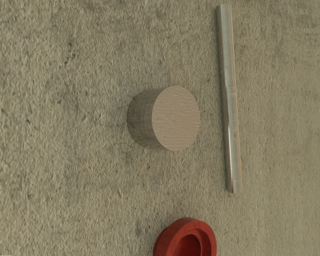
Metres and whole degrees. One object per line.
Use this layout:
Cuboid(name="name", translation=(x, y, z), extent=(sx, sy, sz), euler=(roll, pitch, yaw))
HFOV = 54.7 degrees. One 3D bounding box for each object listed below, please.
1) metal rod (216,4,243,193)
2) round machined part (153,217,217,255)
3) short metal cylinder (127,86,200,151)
Cuboid(name="metal rod", translation=(0.112, -0.044, 0.501), extent=(0.025, 0.025, 0.298), euler=(-8, 95, -40))
Cuboid(name="round machined part", translation=(0.029, 0.171, 0.421), extent=(0.099, 0.042, 0.097), euler=(0, 90, -40))
Cuboid(name="short metal cylinder", translation=(0.005, -0.012, 0.395), extent=(0.081, 0.050, 0.079), euler=(0, 90, -40))
